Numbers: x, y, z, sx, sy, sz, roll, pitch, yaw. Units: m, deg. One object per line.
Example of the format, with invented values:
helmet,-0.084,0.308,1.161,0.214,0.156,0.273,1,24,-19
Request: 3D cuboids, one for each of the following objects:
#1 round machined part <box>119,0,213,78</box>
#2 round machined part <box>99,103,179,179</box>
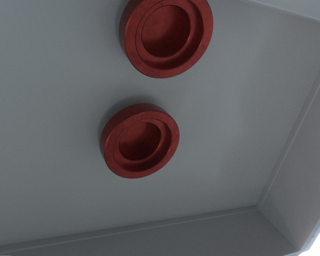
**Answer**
round machined part,0.003,-0.106,0.330,0.099,0.042,0.097,-15,132,-17
round machined part,-0.028,0.012,0.391,0.099,0.042,0.097,-14,125,-21
